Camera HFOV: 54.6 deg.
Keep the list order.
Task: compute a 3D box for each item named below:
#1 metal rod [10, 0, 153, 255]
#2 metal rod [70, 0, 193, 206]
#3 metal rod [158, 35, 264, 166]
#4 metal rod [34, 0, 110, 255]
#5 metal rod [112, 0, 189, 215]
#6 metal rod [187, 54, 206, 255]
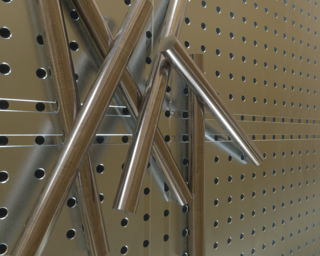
[{"bbox_3d":[-0.072,-0.008,0.314,0.025,0.025,0.300,33,69,-35],"label":"metal rod"},{"bbox_3d":[-0.028,-0.025,0.384,0.025,0.025,0.299,-40,114,-33],"label":"metal rod"},{"bbox_3d":[0.091,-0.020,0.453,0.300,0.025,0.025,43,64,-42],"label":"metal rod"},{"bbox_3d":[-0.093,-0.005,0.330,0.025,0.025,0.298,-16,100,-39],"label":"metal rod"},{"bbox_3d":[-0.004,-0.049,0.375,0.025,0.025,0.300,31,62,-36],"label":"metal rod"},{"bbox_3d":[0.053,0.044,0.452,0.025,0.025,0.298,-1,91,-40],"label":"metal rod"}]
